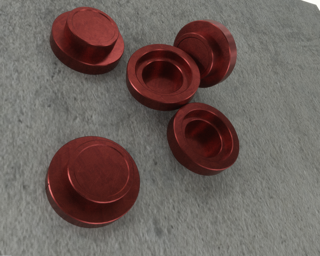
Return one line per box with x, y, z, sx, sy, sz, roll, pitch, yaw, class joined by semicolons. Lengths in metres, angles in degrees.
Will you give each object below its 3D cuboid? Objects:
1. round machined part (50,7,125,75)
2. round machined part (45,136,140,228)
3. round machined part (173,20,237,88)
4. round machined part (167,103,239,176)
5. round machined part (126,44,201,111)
-0.094;-0.124;0.419;0.099;0.042;0.098;14;56;-21;round machined part
-0.067;0.051;0.327;0.099;0.042;0.098;14;56;-21;round machined part
0.058;-0.106;0.452;0.042;0.097;0.098;-27;77;-46;round machined part
0.053;0.018;0.412;0.099;0.042;0.098;14;56;-21;round machined part
0.002;-0.064;0.425;0.099;0.042;0.098;5;61;-9;round machined part
